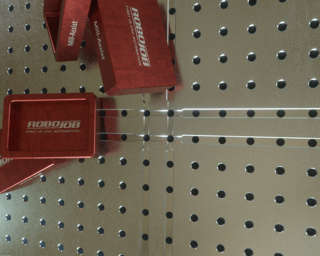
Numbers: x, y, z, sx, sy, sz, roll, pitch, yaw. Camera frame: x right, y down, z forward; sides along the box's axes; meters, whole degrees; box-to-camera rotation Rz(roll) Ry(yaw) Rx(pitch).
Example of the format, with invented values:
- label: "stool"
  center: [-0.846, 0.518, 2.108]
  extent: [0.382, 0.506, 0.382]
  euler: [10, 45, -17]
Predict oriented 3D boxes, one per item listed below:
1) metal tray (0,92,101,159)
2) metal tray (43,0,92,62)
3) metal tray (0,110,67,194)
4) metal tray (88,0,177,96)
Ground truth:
- label: "metal tray"
  center: [-0.152, -0.002, 0.439]
  extent: [0.131, 0.030, 0.090]
  euler: [-1, 82, 3]
- label: "metal tray"
  center: [-0.125, -0.159, 0.405]
  extent: [0.129, 0.030, 0.090]
  euler: [-47, 58, 58]
- label: "metal tray"
  center: [-0.219, 0.039, 0.488]
  extent: [0.130, 0.030, 0.090]
  euler: [-27, 81, 18]
- label: "metal tray"
  center: [-0.035, -0.109, 0.390]
  extent: [0.030, 0.091, 0.129]
  euler: [-19, 82, 52]
